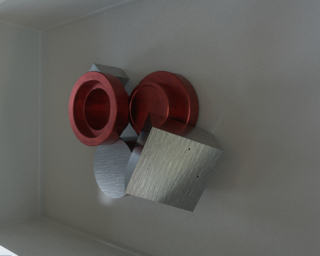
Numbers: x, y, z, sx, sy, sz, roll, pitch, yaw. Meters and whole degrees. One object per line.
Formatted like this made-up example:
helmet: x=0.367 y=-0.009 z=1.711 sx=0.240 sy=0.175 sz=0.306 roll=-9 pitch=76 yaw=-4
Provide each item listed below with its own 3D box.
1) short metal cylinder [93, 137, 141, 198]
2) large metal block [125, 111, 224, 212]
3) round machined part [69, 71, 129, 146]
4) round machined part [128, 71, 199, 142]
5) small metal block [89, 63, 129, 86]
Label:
short metal cylinder: x=-0.045 y=0.051 z=0.424 sx=0.080 sy=0.050 sz=0.079 roll=0 pitch=90 yaw=39
large metal block: x=0.012 y=0.038 z=0.348 sx=0.050 sy=0.080 sz=0.079 roll=-106 pitch=37 yaw=-68
round machined part: x=-0.076 y=-0.025 z=0.416 sx=0.098 sy=0.042 sz=0.097 roll=0 pitch=90 yaw=39
round machined part: x=-0.003 y=-0.024 z=0.392 sx=0.098 sy=0.042 sz=0.097 roll=0 pitch=90 yaw=39
small metal block: x=-0.082 y=-0.064 z=0.453 sx=0.025 sy=0.050 sz=0.050 roll=52 pitch=120 yaw=27
